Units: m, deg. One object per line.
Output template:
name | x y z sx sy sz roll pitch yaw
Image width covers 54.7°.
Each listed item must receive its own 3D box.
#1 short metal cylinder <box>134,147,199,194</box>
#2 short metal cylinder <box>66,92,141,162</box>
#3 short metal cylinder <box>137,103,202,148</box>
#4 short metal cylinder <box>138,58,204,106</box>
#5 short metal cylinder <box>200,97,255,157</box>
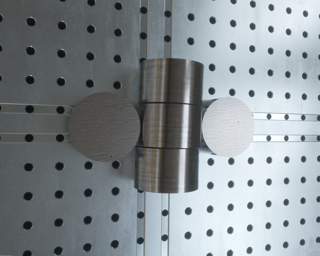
short metal cylinder | 0.008 0.049 0.387 0.081 0.080 0.050 1 90 -20
short metal cylinder | -0.069 -0.001 0.374 0.081 0.050 0.079 0 90 -21
short metal cylinder | 0.012 -0.002 0.388 0.081 0.080 0.050 2 90 -20
short metal cylinder | 0.014 -0.054 0.389 0.081 0.080 0.050 3 89 -20
short metal cylinder | 0.082 -0.001 0.430 0.081 0.050 0.079 0 90 -21
